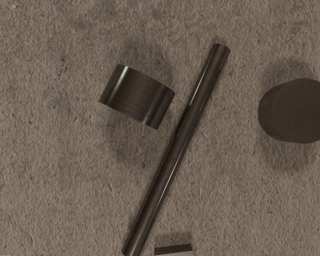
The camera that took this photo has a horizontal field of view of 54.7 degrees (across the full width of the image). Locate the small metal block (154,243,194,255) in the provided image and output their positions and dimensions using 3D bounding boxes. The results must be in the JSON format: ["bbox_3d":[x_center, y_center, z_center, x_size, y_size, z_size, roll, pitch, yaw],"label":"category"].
[{"bbox_3d":[0.020,0.186,0.410,0.050,0.025,0.050,-7,90,-1],"label":"small metal block"}]

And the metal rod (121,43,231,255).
[{"bbox_3d":[0.021,0.030,0.410,0.025,0.025,0.299,24,90,-1],"label":"metal rod"}]

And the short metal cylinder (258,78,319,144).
[{"bbox_3d":[0.175,-0.021,0.400,0.081,0.050,0.079,0,90,-1],"label":"short metal cylinder"}]

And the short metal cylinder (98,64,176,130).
[{"bbox_3d":[-0.028,-0.037,0.382,0.080,0.080,0.050,26,90,-1],"label":"short metal cylinder"}]
